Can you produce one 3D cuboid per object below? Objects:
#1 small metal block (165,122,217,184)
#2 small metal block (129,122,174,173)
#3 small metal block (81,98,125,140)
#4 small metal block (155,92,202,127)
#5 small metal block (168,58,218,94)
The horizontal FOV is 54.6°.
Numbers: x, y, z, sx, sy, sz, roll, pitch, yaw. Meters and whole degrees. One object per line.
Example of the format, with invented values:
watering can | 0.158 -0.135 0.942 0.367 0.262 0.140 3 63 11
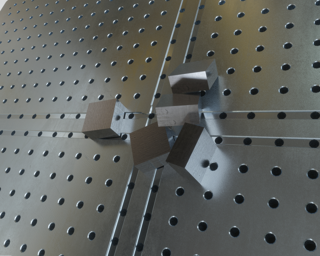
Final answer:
small metal block | 0.038 0.029 0.355 0.025 0.050 0.050 16 70 34
small metal block | -0.008 0.023 0.399 0.050 0.025 0.050 -23 53 14
small metal block | -0.083 -0.013 0.461 0.050 0.025 0.050 -7 58 24
small metal block | 0.025 -0.024 0.389 0.050 0.025 0.050 -3 23 12
small metal block | 0.045 -0.069 0.413 0.050 0.025 0.050 -3 28 27
